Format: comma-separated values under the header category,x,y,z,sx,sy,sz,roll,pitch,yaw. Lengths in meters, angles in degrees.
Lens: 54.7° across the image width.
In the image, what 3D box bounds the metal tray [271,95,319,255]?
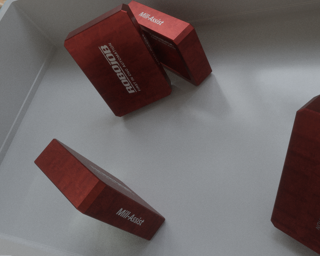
category,x,y,z,sx,sy,sz,roll,pitch,yaw
metal tray,0.142,0.048,0.236,0.030,0.129,0.090,-31,43,-34

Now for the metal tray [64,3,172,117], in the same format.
category,x,y,z,sx,sy,sz,roll,pitch,yaw
metal tray,-0.052,-0.085,0.416,0.090,0.130,0.030,-23,34,14

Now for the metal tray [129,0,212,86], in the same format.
category,x,y,z,sx,sy,sz,roll,pitch,yaw
metal tray,0.006,-0.119,0.433,0.030,0.090,0.130,-47,51,-6

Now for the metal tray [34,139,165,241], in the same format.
category,x,y,z,sx,sy,sz,roll,pitch,yaw
metal tray,-0.058,0.068,0.327,0.090,0.130,0.030,31,79,38
